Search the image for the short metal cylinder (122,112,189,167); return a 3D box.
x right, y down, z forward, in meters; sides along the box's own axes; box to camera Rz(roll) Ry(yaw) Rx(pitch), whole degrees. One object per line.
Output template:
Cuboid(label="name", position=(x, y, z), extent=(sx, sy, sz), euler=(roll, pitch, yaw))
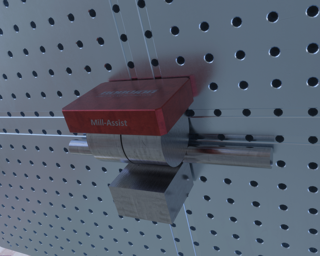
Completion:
Cuboid(label="short metal cylinder", position=(-0.003, 0.006, 0.377), extent=(0.050, 0.080, 0.079), euler=(2, 119, 27))

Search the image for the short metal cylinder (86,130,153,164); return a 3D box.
Cuboid(label="short metal cylinder", position=(-0.049, 0.005, 0.401), extent=(0.050, 0.080, 0.080), euler=(1, 119, 28))

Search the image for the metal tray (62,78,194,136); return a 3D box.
Cuboid(label="metal tray", position=(-0.037, -0.027, 0.367), extent=(0.130, 0.090, 0.030), euler=(1, 119, 27))

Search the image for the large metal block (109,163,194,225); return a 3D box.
Cuboid(label="large metal block", position=(-0.009, 0.079, 0.423), extent=(0.080, 0.080, 0.050), euler=(1, 119, 28))

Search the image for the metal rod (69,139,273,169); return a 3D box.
Cuboid(label="metal rod", position=(-0.004, 0.033, 0.428), extent=(0.300, 0.025, 0.025), euler=(1, 119, 27))
